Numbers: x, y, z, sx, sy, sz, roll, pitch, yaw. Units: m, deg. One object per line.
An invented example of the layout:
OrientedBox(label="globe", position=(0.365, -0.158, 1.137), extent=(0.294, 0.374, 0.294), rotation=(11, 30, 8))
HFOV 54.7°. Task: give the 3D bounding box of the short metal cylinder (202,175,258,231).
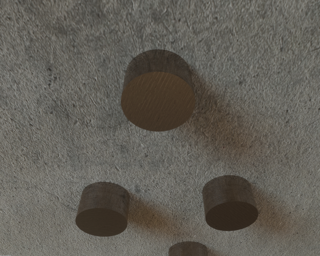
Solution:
OrientedBox(label="short metal cylinder", position=(0.110, 0.120, 0.494), extent=(0.081, 0.050, 0.079), rotation=(0, 130, 0))

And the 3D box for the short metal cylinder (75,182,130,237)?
OrientedBox(label="short metal cylinder", position=(-0.091, 0.132, 0.503), extent=(0.081, 0.050, 0.079), rotation=(0, 130, 0))

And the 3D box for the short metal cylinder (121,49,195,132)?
OrientedBox(label="short metal cylinder", position=(-0.002, -0.042, 0.355), extent=(0.081, 0.050, 0.079), rotation=(0, 130, 0))

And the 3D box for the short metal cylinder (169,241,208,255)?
OrientedBox(label="short metal cylinder", position=(0.058, 0.272, 0.623), extent=(0.081, 0.050, 0.079), rotation=(0, 130, 0))
